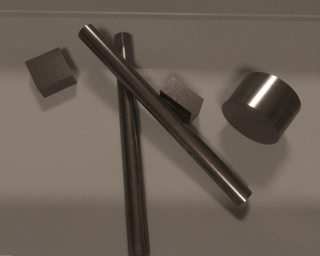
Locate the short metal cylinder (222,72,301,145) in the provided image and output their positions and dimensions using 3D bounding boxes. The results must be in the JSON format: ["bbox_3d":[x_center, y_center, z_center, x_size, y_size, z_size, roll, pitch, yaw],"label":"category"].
[{"bbox_3d":[0.126,-0.024,0.391,0.080,0.080,0.050,37,74,12],"label":"short metal cylinder"}]

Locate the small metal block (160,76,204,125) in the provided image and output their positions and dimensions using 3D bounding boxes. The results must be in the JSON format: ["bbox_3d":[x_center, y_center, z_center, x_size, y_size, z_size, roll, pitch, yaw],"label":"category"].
[{"bbox_3d":[0.027,-0.034,0.409,0.050,0.050,0.025,38,74,12],"label":"small metal block"}]

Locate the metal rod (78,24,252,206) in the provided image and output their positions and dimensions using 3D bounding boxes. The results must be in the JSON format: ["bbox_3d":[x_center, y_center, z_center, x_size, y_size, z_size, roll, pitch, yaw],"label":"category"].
[{"bbox_3d":[0.002,-0.022,0.398,0.025,0.025,0.300,-41,83,-14],"label":"metal rod"}]

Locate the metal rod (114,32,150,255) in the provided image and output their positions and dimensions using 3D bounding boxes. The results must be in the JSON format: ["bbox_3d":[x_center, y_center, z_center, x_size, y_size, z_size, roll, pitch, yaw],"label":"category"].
[{"bbox_3d":[-0.039,0.006,0.407,0.025,0.025,0.299,-6,70,-2],"label":"metal rod"}]

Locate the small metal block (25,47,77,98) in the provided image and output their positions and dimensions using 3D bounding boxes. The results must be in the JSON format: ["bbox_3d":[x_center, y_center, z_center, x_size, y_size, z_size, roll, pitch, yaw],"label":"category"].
[{"bbox_3d":[-0.153,-0.078,0.436,0.050,0.025,0.050,-27,73,-10],"label":"small metal block"}]
